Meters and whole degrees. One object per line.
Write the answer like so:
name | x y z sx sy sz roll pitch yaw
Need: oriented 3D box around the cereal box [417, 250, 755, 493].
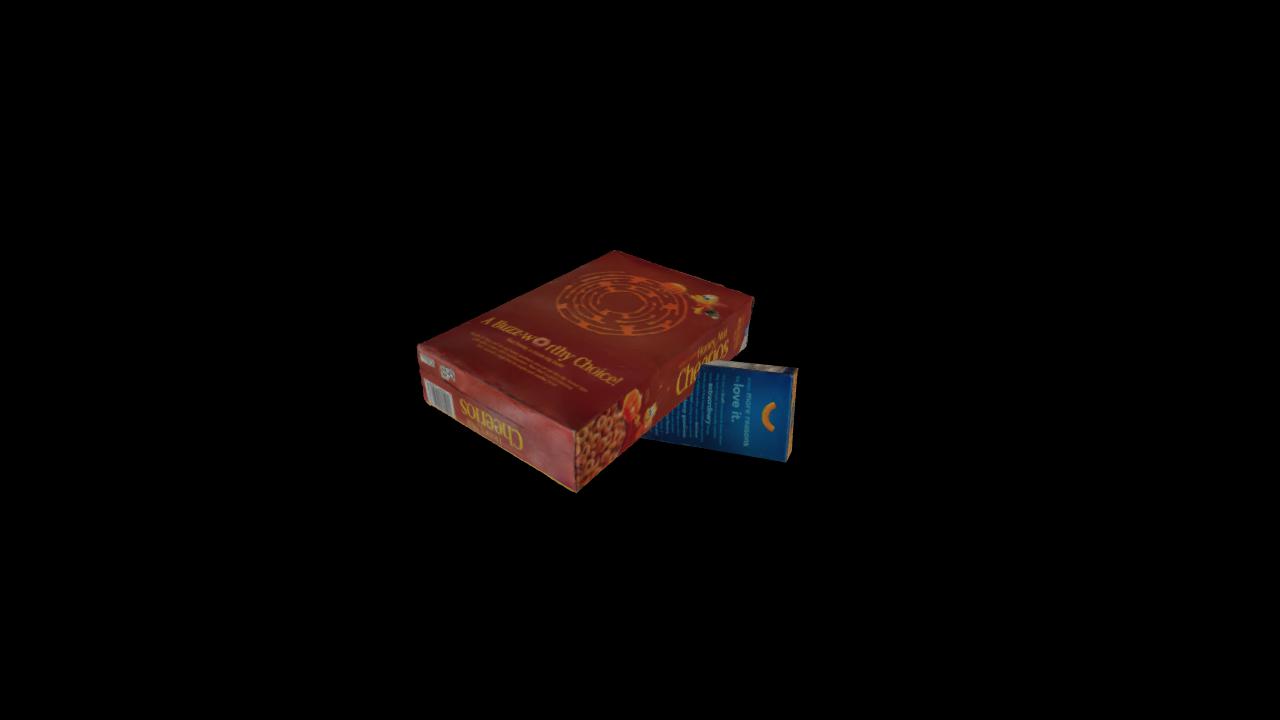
cereal box | -0.041 -0.014 0.643 0.203 0.081 0.306 23 38 28

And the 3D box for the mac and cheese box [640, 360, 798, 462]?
mac and cheese box | 0.068 0.045 0.648 0.184 0.093 0.041 7 13 22
